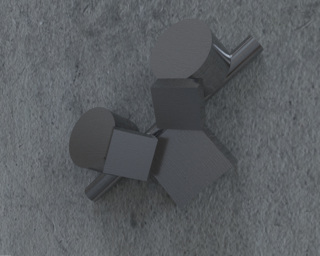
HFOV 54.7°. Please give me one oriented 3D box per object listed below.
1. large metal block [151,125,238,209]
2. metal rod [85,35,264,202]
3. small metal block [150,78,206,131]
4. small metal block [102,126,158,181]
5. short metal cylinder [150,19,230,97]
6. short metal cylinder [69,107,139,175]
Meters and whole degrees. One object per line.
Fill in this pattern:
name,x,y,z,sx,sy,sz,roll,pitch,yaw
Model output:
large metal block,0.035,0.038,0.382,0.080,0.050,0.080,-43,77,14
metal rod,0.009,-0.003,0.406,0.299,0.025,0.025,-43,77,14
small metal block,0.021,-0.026,0.336,0.050,0.025,0.050,2,122,19
small metal block,-0.035,0.029,0.356,0.050,0.025,0.050,14,96,-13
short metal cylinder,0.036,-0.080,0.368,0.080,0.050,0.080,-14,65,31
short metal cylinder,-0.072,0.018,0.406,0.080,0.050,0.080,-14,65,31
